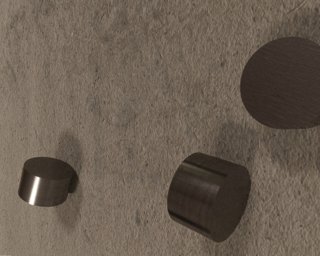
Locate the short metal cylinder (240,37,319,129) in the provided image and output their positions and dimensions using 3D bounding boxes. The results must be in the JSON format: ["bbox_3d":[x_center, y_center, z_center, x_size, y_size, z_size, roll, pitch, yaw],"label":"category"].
[{"bbox_3d":[0.123,-0.039,0.287,0.080,0.050,0.079,0,90,39],"label":"short metal cylinder"}]

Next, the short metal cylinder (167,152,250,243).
[{"bbox_3d":[0.053,0.071,0.324,0.050,0.081,0.079,16,100,38],"label":"short metal cylinder"}]

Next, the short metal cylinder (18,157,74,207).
[{"bbox_3d":[-0.192,0.089,0.524,0.080,0.081,0.050,29,108,36],"label":"short metal cylinder"}]
